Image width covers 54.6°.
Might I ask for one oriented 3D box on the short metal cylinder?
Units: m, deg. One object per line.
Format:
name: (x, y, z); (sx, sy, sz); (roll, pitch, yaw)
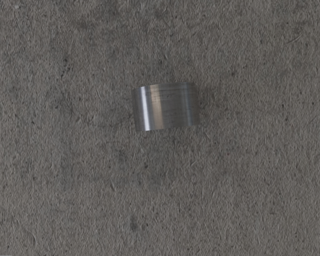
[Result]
short metal cylinder: (0.007, -0.025, 0.383); (0.080, 0.080, 0.050); (-6, 90, 0)
